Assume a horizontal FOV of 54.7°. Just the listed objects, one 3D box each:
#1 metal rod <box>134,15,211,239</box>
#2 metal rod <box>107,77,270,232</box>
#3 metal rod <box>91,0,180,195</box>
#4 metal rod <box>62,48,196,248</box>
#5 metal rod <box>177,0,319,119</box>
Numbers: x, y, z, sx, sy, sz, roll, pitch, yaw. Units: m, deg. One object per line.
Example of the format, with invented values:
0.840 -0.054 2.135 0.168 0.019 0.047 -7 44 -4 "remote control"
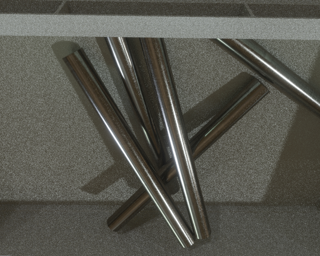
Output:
0.023 0.018 0.378 0.025 0.025 0.298 -12 115 9 "metal rod"
0.025 0.048 0.421 0.025 0.025 0.299 33 114 -25 "metal rod"
-0.018 -0.014 0.396 0.025 0.025 0.299 -11 130 9 "metal rod"
-0.028 0.040 0.392 0.025 0.025 0.299 -22 112 17 "metal rod"
0.147 -0.056 0.362 0.301 0.025 0.025 29 124 -23 "metal rod"
